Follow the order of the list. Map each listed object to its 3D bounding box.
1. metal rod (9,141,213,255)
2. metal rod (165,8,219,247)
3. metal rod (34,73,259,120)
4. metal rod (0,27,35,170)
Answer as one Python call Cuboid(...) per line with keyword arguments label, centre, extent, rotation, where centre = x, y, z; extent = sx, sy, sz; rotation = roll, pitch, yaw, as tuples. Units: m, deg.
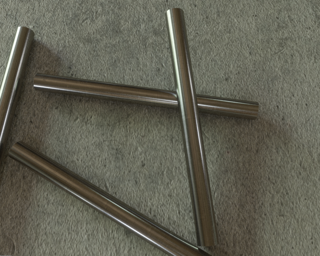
Cuboid(label="metal rod", centre=(-0.053, 0.098, 0.371), extent=(0.301, 0.025, 0.025), rotation=(29, 72, 9))
Cuboid(label="metal rod", centre=(0.038, -0.010, 0.389), extent=(0.025, 0.025, 0.298), rotation=(-7, 79, -3))
Cuboid(label="metal rod", centre=(-0.020, -0.043, 0.423), extent=(0.302, 0.025, 0.025), rotation=(8, 70, 2))
Cuboid(label="metal rod", centre=(-0.209, -0.002, 0.406), extent=(0.025, 0.025, 0.299), rotation=(4, 70, 1))
